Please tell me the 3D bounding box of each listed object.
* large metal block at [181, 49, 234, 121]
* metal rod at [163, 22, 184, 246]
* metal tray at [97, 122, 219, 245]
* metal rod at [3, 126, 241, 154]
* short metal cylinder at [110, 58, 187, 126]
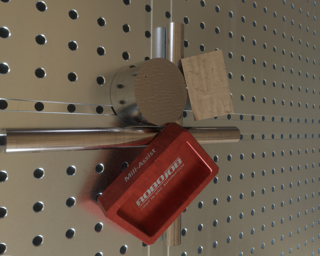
[{"bbox_3d":[0.065,-0.061,0.421,0.080,0.050,0.080,-58,136,-73],"label":"large metal block"},{"bbox_3d":[0.019,0.008,0.425,0.025,0.025,0.298,1,90,-40],"label":"metal rod"},{"bbox_3d":[0.002,0.068,0.374,0.130,0.030,0.090,-46,126,-7],"label":"metal tray"},{"bbox_3d":[-0.018,0.011,0.372,0.303,0.025,0.025,-1,91,-33],"label":"metal rod"},{"bbox_3d":[-0.013,-0.042,0.381,0.081,0.050,0.079,0,90,-40],"label":"short metal cylinder"}]
